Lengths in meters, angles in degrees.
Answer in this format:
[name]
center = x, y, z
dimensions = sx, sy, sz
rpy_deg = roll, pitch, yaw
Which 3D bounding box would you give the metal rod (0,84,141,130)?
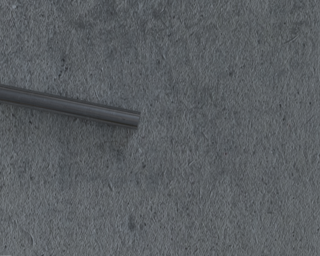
[metal rod]
center = -0.176, -0.039, 0.407
dimensions = 0.302, 0.025, 0.025
rpy_deg = 11, 90, -1
